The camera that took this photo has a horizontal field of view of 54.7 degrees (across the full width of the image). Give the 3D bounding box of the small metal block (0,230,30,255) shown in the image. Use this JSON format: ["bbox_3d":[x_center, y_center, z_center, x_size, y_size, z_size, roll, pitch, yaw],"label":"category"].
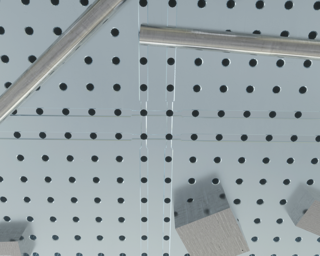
[{"bbox_3d":[-0.236,0.188,0.481,0.050,0.025,0.050,-2,110,0],"label":"small metal block"}]

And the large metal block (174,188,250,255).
[{"bbox_3d":[0.074,0.147,0.455,0.080,0.050,0.080,-24,109,8],"label":"large metal block"}]

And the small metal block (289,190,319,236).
[{"bbox_3d":[0.233,0.129,0.463,0.050,0.025,0.050,24,108,-9],"label":"small metal block"}]

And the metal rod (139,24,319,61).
[{"bbox_3d":[0.127,-0.101,0.377,0.302,0.025,0.025,4,110,-2],"label":"metal rod"}]

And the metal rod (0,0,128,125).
[{"bbox_3d":[-0.110,-0.103,0.374,0.300,0.025,0.025,-39,106,13],"label":"metal rod"}]
